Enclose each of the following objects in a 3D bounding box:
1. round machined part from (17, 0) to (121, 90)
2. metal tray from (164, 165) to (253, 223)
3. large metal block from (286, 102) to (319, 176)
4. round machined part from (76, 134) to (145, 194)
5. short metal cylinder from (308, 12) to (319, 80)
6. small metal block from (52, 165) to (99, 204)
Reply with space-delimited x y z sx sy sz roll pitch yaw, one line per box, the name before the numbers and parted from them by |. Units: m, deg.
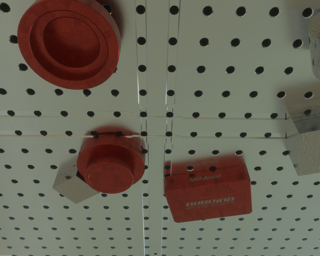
round machined part | -0.090 -0.092 0.321 0.099 0.042 0.097 0 130 0
metal tray | 0.079 0.109 0.502 0.131 0.030 0.090 -10 130 8
large metal block | 0.216 0.012 0.407 0.080 0.050 0.080 -12 129 9
round machined part | -0.071 0.058 0.449 0.099 0.042 0.097 0 130 0
short metal cylinder | 0.192 -0.085 0.305 0.080 0.080 0.050 -17 128 14
small metal block | -0.129 0.088 0.485 0.050 0.025 0.050 -28 125 22
